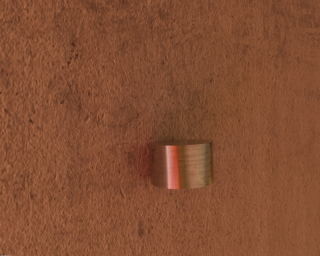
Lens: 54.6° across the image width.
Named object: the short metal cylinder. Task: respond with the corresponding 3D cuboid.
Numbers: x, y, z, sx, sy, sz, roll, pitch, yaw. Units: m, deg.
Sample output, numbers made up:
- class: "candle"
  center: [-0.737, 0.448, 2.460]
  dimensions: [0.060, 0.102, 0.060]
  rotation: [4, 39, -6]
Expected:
- class: "short metal cylinder"
  center: [0.028, 0.043, 0.391]
  dimensions: [0.081, 0.080, 0.050]
  rotation: [-5, 93, -40]
